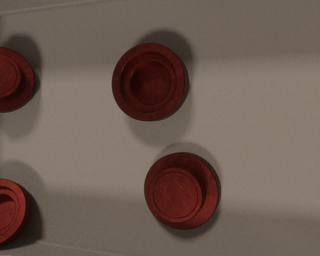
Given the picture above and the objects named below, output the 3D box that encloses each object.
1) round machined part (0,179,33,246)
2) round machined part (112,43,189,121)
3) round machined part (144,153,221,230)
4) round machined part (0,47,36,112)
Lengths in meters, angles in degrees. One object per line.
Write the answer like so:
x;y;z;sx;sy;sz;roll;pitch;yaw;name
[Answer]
-0.243;0.130;0.471;0.099;0.042;0.098;-1;67;3;round machined part
-0.009;-0.057;0.404;0.098;0.042;0.097;0;90;19;round machined part
0.025;0.081;0.392;0.098;0.042;0.097;0;90;19;round machined part
-0.239;-0.073;0.459;0.099;0.042;0.097;1;85;-15;round machined part
